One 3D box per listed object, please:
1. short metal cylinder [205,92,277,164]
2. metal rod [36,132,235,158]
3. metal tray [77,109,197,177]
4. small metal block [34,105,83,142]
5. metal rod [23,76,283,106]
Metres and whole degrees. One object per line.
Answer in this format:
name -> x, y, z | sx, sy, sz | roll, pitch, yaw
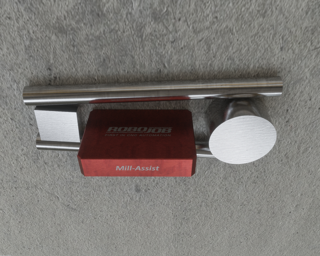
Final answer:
short metal cylinder -> 0.099, 0.000, 0.393 | 0.081, 0.050, 0.079 | 0, 130, 0
metal rod -> -0.014, 0.025, 0.430 | 0.302, 0.025, 0.025 | 3, 130, -3
metal tray -> -0.025, 0.016, 0.377 | 0.131, 0.090, 0.030 | 0, 130, 0
small metal block -> -0.129, -0.009, 0.400 | 0.050, 0.025, 0.050 | 3, 130, -3
metal rod -> -0.009, -0.044, 0.371 | 0.302, 0.025, 0.025 | -2, 130, 1
